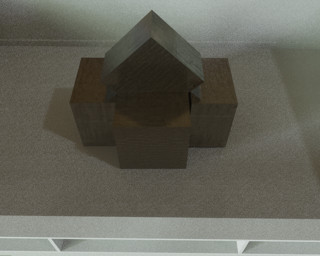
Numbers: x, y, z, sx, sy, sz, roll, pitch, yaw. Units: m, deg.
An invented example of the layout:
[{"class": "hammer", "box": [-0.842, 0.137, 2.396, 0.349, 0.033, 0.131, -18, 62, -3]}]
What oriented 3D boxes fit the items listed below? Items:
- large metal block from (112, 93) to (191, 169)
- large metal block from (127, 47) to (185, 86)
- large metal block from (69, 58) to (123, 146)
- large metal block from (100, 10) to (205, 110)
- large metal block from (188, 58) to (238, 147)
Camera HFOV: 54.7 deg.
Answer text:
[{"class": "large metal block", "box": [-0.008, 0.005, 0.363, 0.081, 0.080, 0.050, 0, 50, 0]}, {"class": "large metal block", "box": [-0.008, -0.072, 0.428, 0.081, 0.080, 0.050, 0, 50, 0]}, {"class": "large metal block", "box": [-0.074, -0.033, 0.395, 0.050, 0.080, 0.080, 0, 50, 0]}, {"class": "large metal block", "box": [-0.008, -0.069, 0.352, 0.080, 0.080, 0.050, 33, 40, -33]}, {"class": "large metal block", "box": [0.059, -0.032, 0.392, 0.050, 0.080, 0.080, 0, 50, 0]}]
